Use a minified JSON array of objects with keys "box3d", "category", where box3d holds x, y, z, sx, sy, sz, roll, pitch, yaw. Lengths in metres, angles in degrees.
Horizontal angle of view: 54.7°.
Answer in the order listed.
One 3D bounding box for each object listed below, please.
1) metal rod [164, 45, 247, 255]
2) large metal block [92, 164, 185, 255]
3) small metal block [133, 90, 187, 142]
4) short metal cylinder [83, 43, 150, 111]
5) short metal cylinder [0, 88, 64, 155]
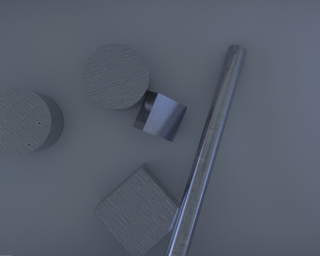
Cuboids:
[{"box3d":[0.057,0.033,0.379,0.025,0.025,0.299,19,77,-1],"category":"metal rod"},{"box3d":[-0.025,0.104,0.399,0.080,0.050,0.080,-42,91,0],"category":"large metal block"},{"box3d":[0.001,-0.015,0.399,0.050,0.025,0.050,23,90,-36],"category":"small metal block"},{"box3d":[-0.053,-0.062,0.398,0.081,0.050,0.079,0,90,-1],"category":"short metal cylinder"},{"box3d":[-0.171,-0.008,0.397,0.081,0.050,0.079,0,90,-1],"category":"short metal cylinder"}]
